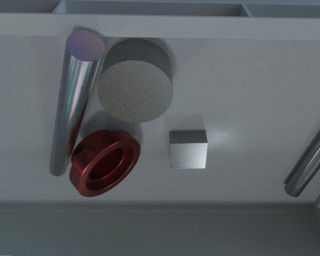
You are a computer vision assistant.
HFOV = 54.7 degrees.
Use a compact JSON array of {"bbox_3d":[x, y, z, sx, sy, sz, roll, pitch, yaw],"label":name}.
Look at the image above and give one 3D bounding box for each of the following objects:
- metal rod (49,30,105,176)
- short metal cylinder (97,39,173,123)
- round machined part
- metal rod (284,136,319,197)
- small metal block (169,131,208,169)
[{"bbox_3d":[-0.100,0.003,0.332,0.025,0.025,0.299,17,152,-14],"label":"metal rod"},{"bbox_3d":[-0.026,-0.052,0.348,0.081,0.050,0.079,0,130,0],"label":"short metal cylinder"},{"bbox_3d":[-0.077,0.041,0.410,0.099,0.042,0.097,-36,151,-23],"label":"round machined part"},{"bbox_3d":[0.239,-0.010,0.403,0.025,0.025,0.298,8,130,-7],"label":"metal rod"},{"bbox_3d":[0.039,0.031,0.436,0.050,0.025,0.050,-1,130,0],"label":"small metal block"}]
